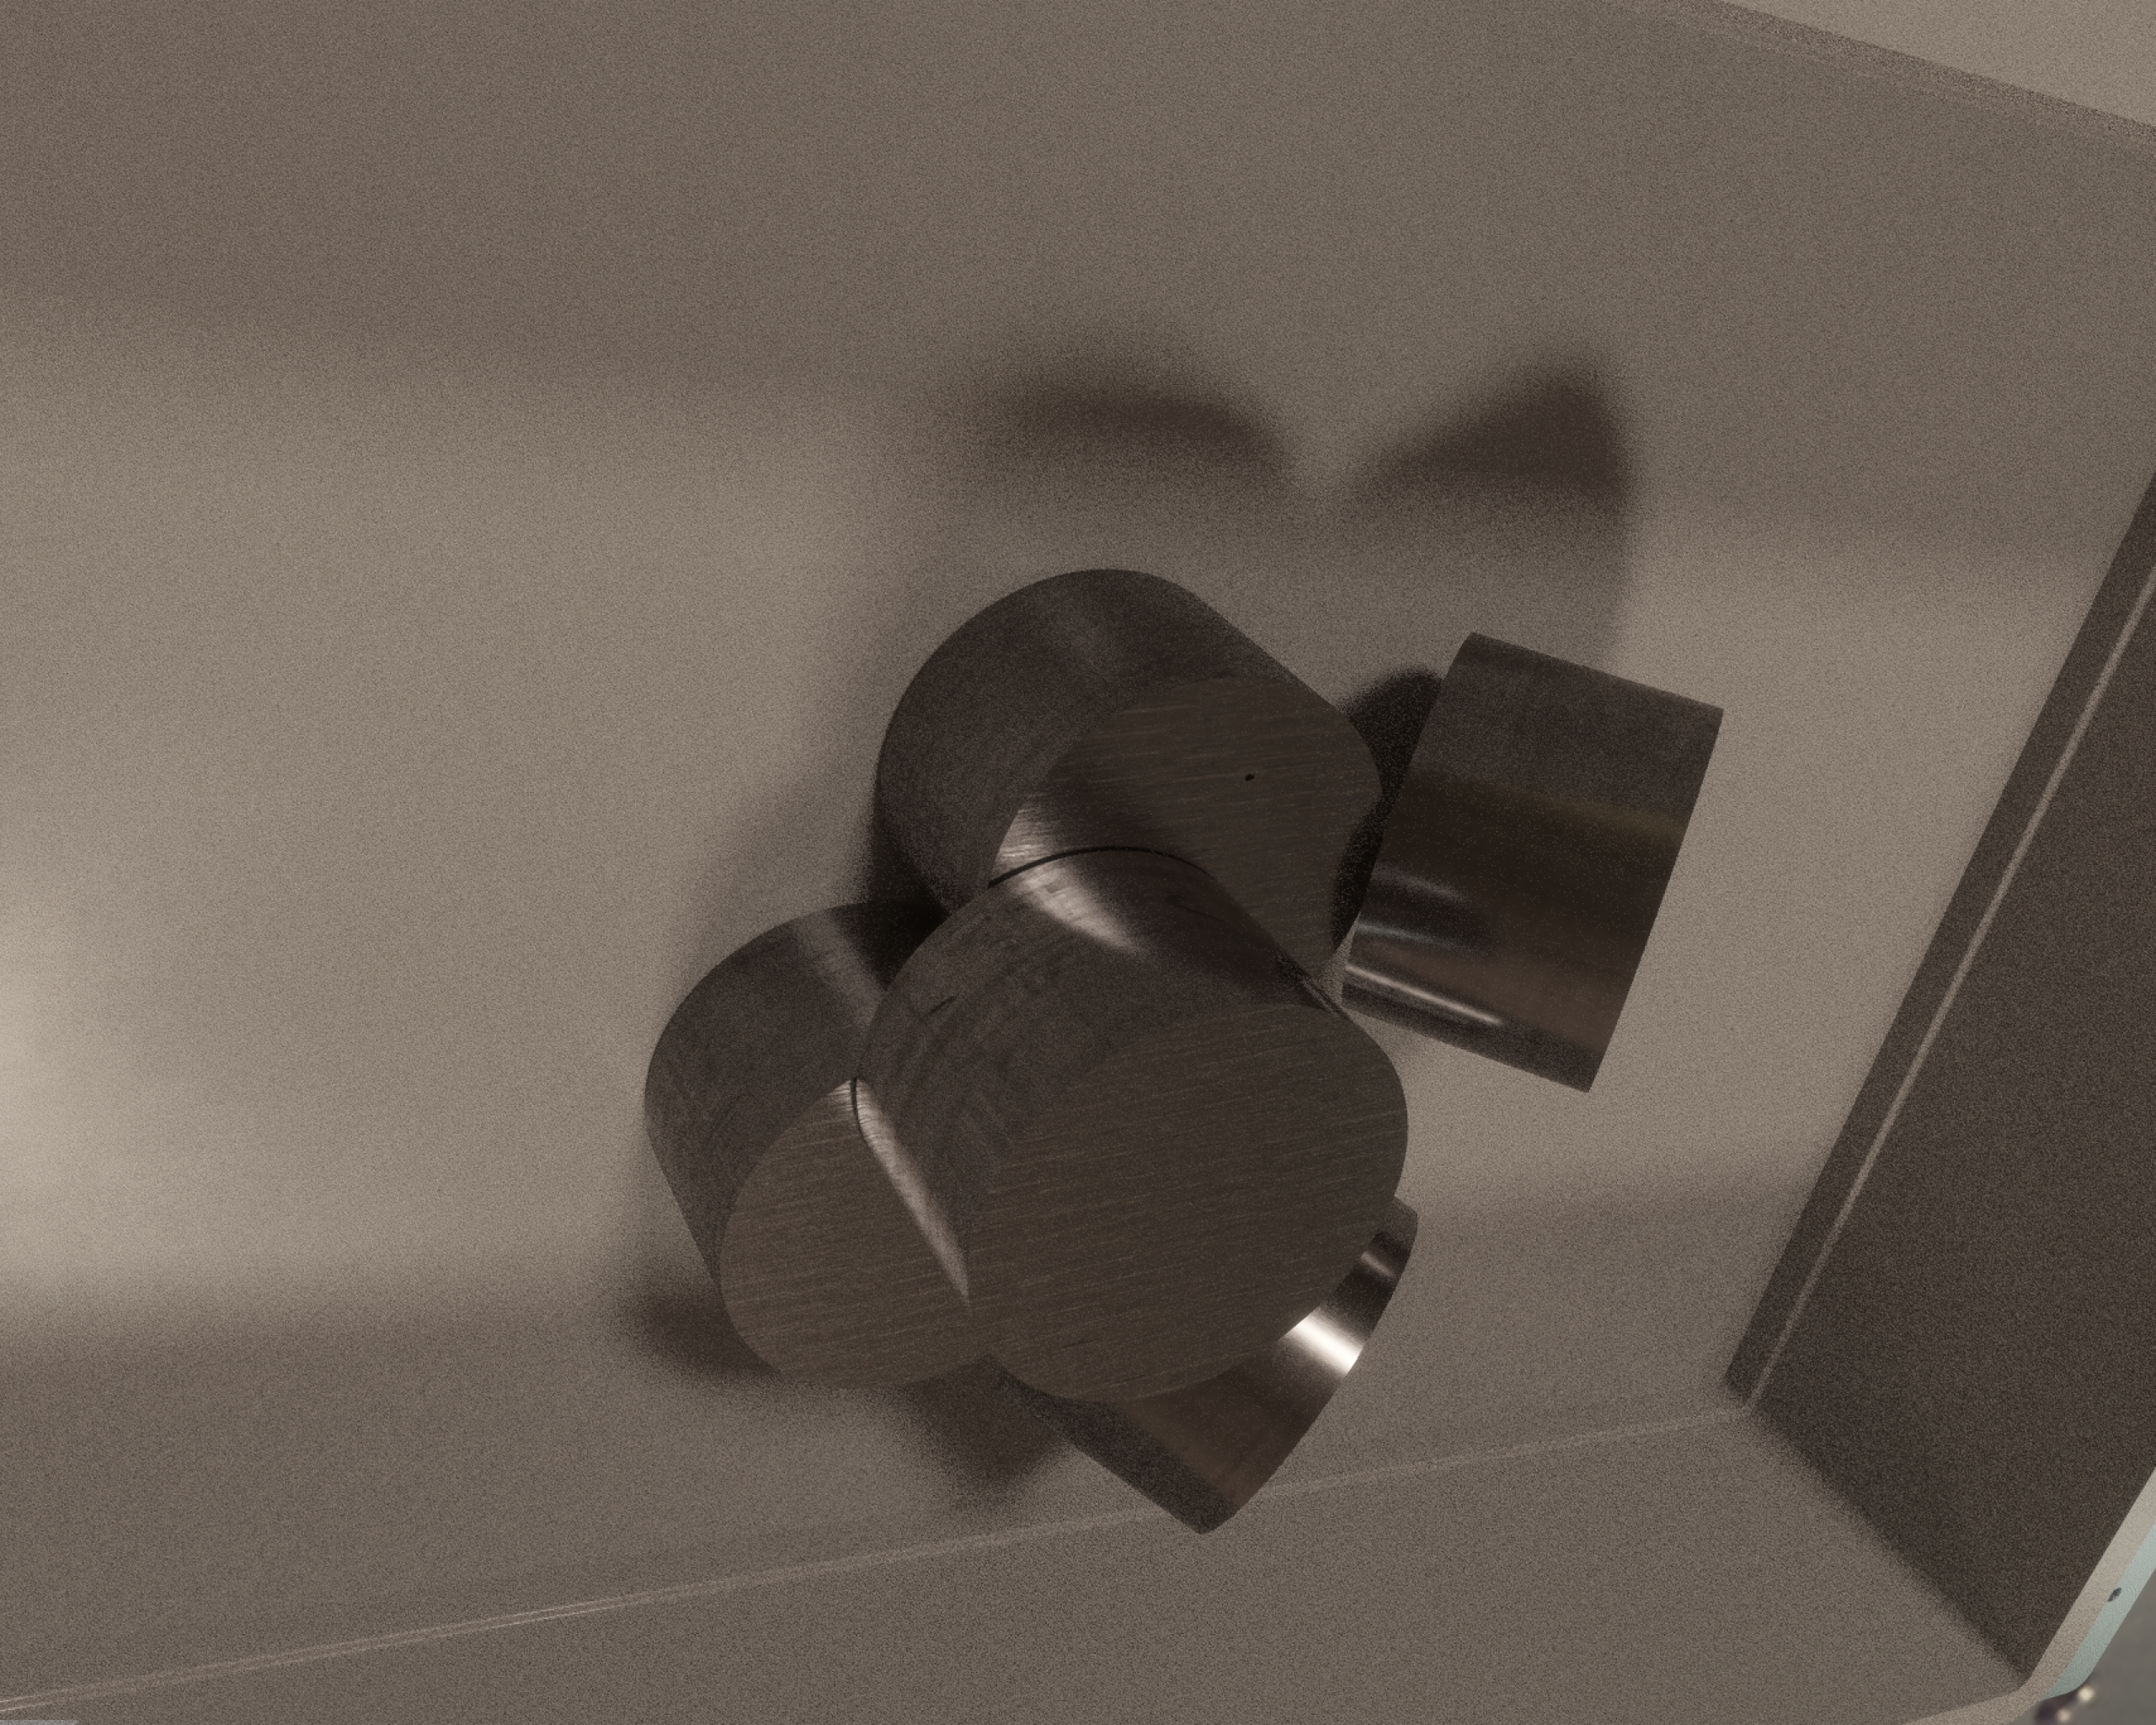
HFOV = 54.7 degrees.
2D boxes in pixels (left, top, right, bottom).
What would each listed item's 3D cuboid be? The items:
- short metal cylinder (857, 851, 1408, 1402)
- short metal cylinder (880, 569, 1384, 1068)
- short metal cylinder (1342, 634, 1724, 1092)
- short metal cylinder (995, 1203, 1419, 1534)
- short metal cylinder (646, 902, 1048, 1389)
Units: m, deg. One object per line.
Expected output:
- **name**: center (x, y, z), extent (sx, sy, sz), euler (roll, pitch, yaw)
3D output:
- **short metal cylinder**: center (0.009, 0.045, 0.358), extent (0.081, 0.050, 0.079), euler (-14, 125, -21)
- **short metal cylinder**: center (0.010, -0.009, 0.391), extent (0.081, 0.050, 0.079), euler (-14, 125, -21)
- **short metal cylinder**: center (0.090, 0.000, 0.415), extent (0.080, 0.050, 0.080), euler (18, 91, -77)
- **short metal cylinder**: center (0.027, 0.091, 0.435), extent (0.050, 0.080, 0.080), euler (35, 101, 2)
- **short metal cylinder**: center (-0.038, 0.055, 0.406), extent (0.081, 0.050, 0.079), euler (-14, 125, -21)
